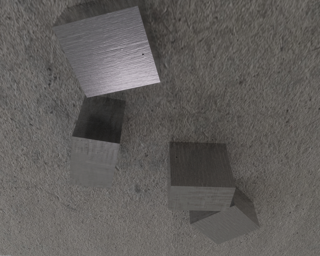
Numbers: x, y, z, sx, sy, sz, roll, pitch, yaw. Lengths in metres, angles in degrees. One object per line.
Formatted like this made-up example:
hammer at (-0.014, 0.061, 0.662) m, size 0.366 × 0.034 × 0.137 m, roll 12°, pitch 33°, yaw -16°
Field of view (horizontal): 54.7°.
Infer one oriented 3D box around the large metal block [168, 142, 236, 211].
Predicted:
large metal block at (0.052, 0.065, 0.427) m, size 0.081 × 0.080 × 0.050 m, roll 2°, pitch 130°, yaw -2°

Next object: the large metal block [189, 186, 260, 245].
large metal block at (0.104, 0.140, 0.511) m, size 0.080 × 0.050 × 0.080 m, roll -32°, pitch 124°, yaw 24°

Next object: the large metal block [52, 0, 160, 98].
large metal block at (-0.048, -0.085, 0.318) m, size 0.080 × 0.050 × 0.080 m, roll -11°, pitch 130°, yaw 9°

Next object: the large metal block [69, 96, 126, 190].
large metal block at (-0.077, 0.017, 0.384) m, size 0.050 × 0.080 × 0.079 m, roll 10°, pitch 130°, yaw -8°
